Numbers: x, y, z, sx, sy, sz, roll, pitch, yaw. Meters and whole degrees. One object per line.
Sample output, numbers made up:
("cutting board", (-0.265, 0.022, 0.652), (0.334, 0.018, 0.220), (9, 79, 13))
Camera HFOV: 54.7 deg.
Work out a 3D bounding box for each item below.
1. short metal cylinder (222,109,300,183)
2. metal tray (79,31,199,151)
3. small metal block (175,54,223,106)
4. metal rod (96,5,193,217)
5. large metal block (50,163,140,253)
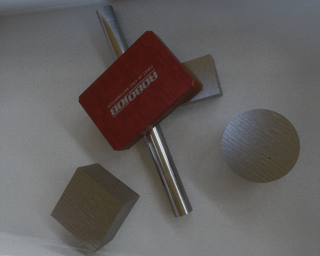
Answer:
("short metal cylinder", (0.115, 0.019, 0.356), (0.080, 0.050, 0.079), (0, 90, 19))
("metal tray", (-0.029, -0.044, 0.390), (0.130, 0.030, 0.090), (-41, 78, 14))
("small metal block", (0.048, -0.060, 0.393), (0.050, 0.025, 0.050), (-15, 85, 19))
("metal rod", (-0.024, -0.028, 0.417), (0.025, 0.025, 0.299), (-24, 82, 18))
("large metal block", (-0.088, 0.107, 0.427), (0.080, 0.050, 0.080), (34, 101, 16))
